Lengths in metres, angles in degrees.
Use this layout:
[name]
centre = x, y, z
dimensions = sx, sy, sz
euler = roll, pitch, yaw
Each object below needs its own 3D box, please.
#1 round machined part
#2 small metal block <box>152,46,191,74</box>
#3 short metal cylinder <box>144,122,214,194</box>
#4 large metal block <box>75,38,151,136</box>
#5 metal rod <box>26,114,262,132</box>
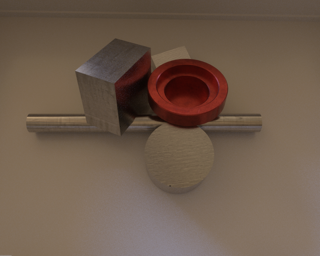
[round machined part]
centre = 0.034, -0.040, 0.394
dimensions = 0.099, 0.042, 0.098
euler = 0, 52, 0
[small metal block]
centre = 0.020, -0.083, 0.439
dimensions = 0.050, 0.025, 0.050
euler = -20, 71, -8
[short metal cylinder]
centre = 0.022, 0.037, 0.380
dimensions = 0.081, 0.050, 0.080
euler = 0, 70, 0
[large metal block]
centre = -0.052, -0.051, 0.381
dimensions = 0.050, 0.079, 0.080
euler = 20, 48, 18
[metal rod]
centre = -0.019, -0.007, 0.409
dimensions = 0.302, 0.025, 0.025
euler = 0, 70, -1
